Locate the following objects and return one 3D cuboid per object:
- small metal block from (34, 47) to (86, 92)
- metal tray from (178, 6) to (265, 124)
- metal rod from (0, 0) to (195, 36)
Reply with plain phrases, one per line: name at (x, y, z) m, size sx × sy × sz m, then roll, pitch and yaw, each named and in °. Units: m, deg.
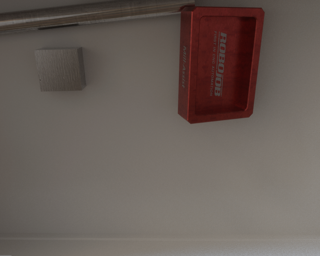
small metal block at (-0.122, -0.073, 0.383) m, size 0.050 × 0.025 × 0.050 m, roll -2°, pitch 110°, yaw 0°
metal tray at (0.070, -0.074, 0.367) m, size 0.091 × 0.030 × 0.129 m, roll -7°, pitch 111°, yaw -19°
metal rod at (-0.111, -0.130, 0.361) m, size 0.302 × 0.025 × 0.025 m, roll -6°, pitch 110°, yaw 1°
